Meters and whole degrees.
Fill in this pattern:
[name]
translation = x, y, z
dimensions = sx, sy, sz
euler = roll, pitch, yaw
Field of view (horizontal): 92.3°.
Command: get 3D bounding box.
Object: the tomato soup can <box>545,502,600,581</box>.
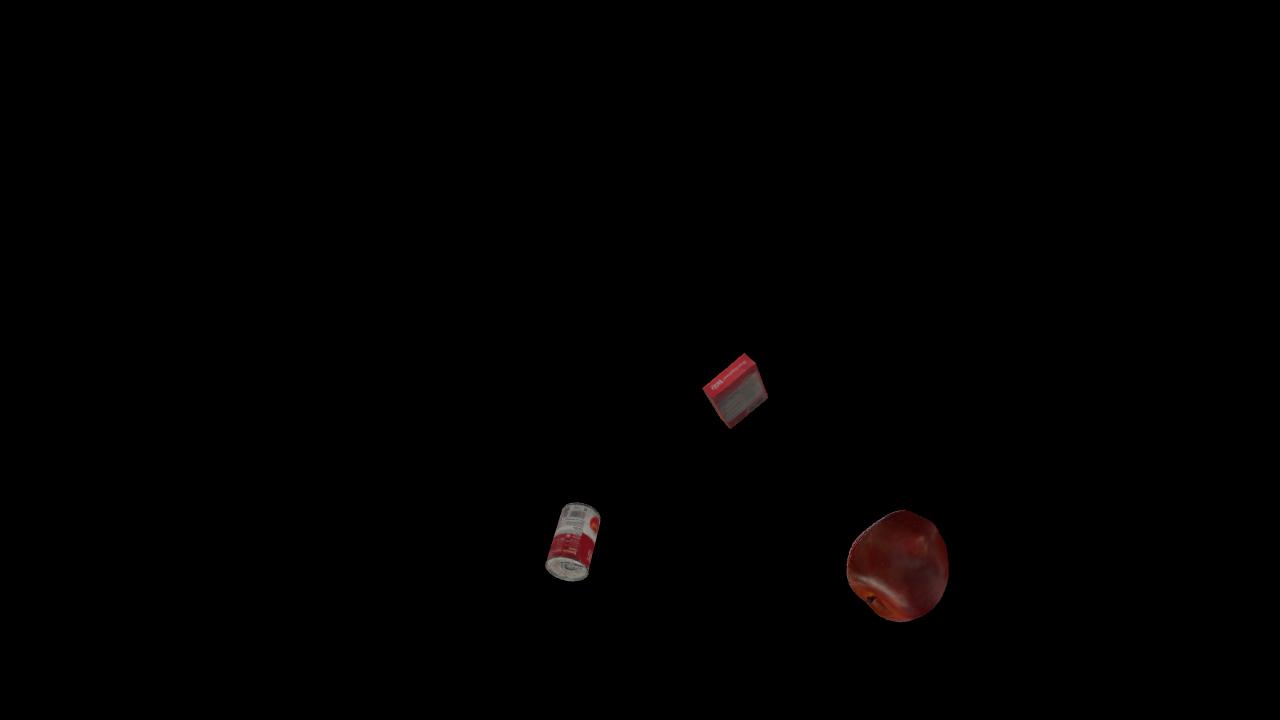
[tomato soup can]
translation = -0.104, 0.284, 0.967
dimensions = 0.068, 0.068, 0.101
euler = 0, 40, 11

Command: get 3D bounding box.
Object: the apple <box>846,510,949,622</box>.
[apple]
translation = 0.220, 0.175, 0.525
dimensions = 0.093, 0.079, 0.079
euler = -40, 21, -26

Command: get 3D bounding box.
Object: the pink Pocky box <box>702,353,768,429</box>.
[pink Pocky box]
translation = 0.151, 0.052, 0.958
dimensions = 0.084, 0.029, 0.155
euler = -40, -29, -1
